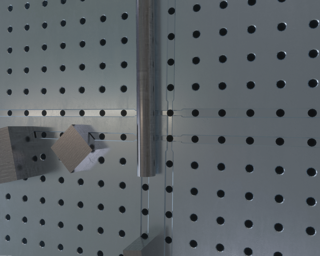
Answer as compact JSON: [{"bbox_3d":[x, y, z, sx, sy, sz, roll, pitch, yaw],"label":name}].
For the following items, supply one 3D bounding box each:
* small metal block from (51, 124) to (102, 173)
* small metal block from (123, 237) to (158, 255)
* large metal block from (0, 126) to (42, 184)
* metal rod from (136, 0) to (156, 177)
[{"bbox_3d":[-0.123,0.030,0.456,0.050,0.025,0.050,-45,76,14],"label":"small metal block"},{"bbox_3d":[-0.023,0.177,0.407,0.025,0.050,0.050,-8,87,20],"label":"small metal block"},{"bbox_3d":[-0.242,0.045,0.485,0.080,0.050,0.080,-13,86,19],"label":"large metal block"},{"bbox_3d":[-0.020,-0.085,0.419,0.025,0.025,0.298,0,90,20],"label":"metal rod"}]
